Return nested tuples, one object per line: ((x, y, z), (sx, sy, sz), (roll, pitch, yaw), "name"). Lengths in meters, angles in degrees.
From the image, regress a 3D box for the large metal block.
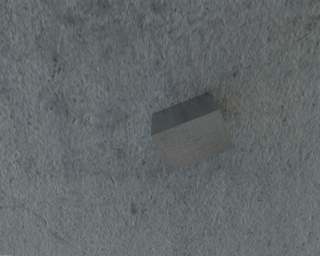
((0.036, 0.002, 0.382), (0.080, 0.080, 0.050), (-21, 109, 7), "large metal block")
